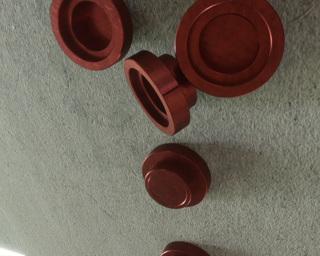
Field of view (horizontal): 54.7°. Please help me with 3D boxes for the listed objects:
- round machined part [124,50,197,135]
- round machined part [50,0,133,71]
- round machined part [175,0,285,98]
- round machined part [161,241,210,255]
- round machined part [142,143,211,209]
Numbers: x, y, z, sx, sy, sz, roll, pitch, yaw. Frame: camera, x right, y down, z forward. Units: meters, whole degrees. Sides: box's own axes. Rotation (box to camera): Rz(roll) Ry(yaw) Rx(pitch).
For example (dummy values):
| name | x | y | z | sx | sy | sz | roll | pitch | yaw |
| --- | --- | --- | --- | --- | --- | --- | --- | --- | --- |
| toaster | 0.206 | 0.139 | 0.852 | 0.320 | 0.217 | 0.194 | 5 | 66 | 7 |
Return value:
| name | x | y | z | sx | sy | sz | roll | pitch | yaw |
| --- | --- | --- | --- | --- | --- | --- | --- | --- | --- |
| round machined part | 0.004 | -0.043 | 0.346 | 0.098 | 0.042 | 0.098 | 51 | 164 | 21 |
| round machined part | -0.074 | -0.120 | 0.361 | 0.098 | 0.042 | 0.097 | 13 | 124 | 21 |
| round machined part | 0.067 | -0.082 | 0.301 | 0.098 | 0.042 | 0.097 | 6 | 113 | 14 |
| round machined part | 0.044 | 0.243 | 0.523 | 0.098 | 0.042 | 0.097 | 13 | 124 | 21 |
| round machined part | 0.018 | 0.073 | 0.432 | 0.098 | 0.042 | 0.097 | 13 | 124 | 21 |
